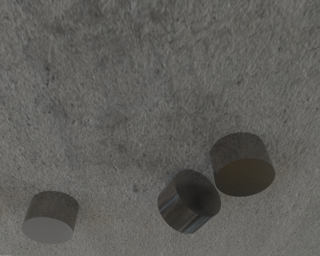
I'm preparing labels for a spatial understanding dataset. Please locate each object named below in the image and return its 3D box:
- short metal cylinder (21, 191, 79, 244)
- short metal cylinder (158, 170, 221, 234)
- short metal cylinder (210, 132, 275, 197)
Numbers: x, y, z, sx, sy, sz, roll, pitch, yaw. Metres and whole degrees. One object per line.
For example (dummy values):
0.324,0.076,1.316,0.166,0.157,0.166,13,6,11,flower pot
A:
-0.180,0.150,0.516,0.081,0.050,0.079,0,130,0,short metal cylinder
0.044,0.110,0.466,0.080,0.080,0.050,23,126,-19,short metal cylinder
0.114,0.052,0.437,0.081,0.050,0.079,0,130,0,short metal cylinder
